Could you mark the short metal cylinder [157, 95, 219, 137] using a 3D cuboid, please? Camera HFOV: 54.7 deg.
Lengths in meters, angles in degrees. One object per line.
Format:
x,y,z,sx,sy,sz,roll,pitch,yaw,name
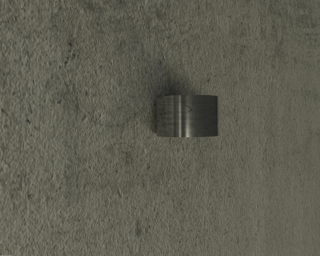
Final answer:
0.036,-0.015,0.403,0.081,0.080,0.050,-1,91,-40,short metal cylinder
